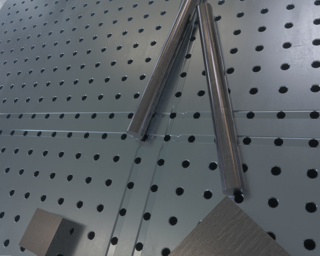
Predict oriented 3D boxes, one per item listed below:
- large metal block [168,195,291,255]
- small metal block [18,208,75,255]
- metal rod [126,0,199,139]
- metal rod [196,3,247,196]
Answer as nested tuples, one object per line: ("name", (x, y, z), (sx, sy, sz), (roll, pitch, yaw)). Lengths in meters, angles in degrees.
("large metal block", (0.067, 0.124, 0.281), (0.080, 0.050, 0.080), (-45, 51, -3))
("small metal block", (-0.146, 0.137, 0.401), (0.050, 0.025, 0.050), (9, 66, 32))
("metal rod", (0.016, -0.121, 0.473), (0.025, 0.025, 0.300), (8, 65, 31))
("metal rod", (0.074, -0.059, 0.405), (0.025, 0.025, 0.299), (-15, 55, 20))
